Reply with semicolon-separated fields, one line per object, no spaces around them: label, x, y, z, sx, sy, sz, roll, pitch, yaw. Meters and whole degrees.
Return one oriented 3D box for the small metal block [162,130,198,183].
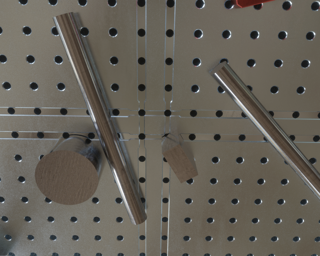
small metal block;0.026;0.037;0.414;0.025;0.050;0.050;-29;108;10

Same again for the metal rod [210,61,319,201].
metal rod;0.174;0.028;0.426;0.025;0.025;0.300;-41;106;13

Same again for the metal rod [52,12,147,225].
metal rod;-0.073;0.002;0.413;0.025;0.025;0.298;-15;110;5

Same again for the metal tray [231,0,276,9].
metal tray;0.116;-0.207;0.336;0.090;0.030;0.129;-12;110;4

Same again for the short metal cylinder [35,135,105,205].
short metal cylinder;-0.119;0.056;0.419;0.081;0.050;0.079;0;110;-1
